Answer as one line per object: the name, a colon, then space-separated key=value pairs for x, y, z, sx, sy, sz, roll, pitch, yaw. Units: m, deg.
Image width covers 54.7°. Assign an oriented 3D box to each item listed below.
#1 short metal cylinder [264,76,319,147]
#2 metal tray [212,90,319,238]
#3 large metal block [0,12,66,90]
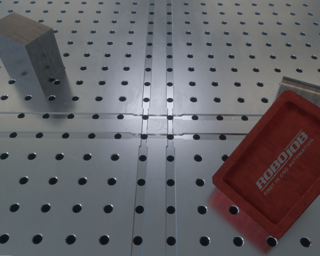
short metal cylinder: x=0.166 y=-0.020 z=0.390 sx=0.050 sy=0.080 sz=0.080 roll=20 pitch=53 yaw=16
metal tray: x=0.131 y=0.036 z=0.327 sx=0.090 sy=0.030 sz=0.130 roll=41 pitch=97 yaw=28
large metal block: x=-0.199 y=-0.116 z=0.468 sx=0.080 sy=0.080 sz=0.050 roll=26 pitch=55 yaw=20
